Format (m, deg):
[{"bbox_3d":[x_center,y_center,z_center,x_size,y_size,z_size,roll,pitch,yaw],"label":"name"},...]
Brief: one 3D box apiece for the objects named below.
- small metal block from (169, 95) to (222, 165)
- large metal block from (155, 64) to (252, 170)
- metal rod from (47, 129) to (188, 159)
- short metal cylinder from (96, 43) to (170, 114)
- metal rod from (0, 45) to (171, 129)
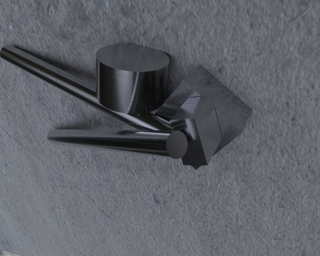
[{"bbox_3d":[0.037,0.002,0.305,0.025,0.050,0.050,-4,117,30],"label":"small metal block"},{"bbox_3d":[0.044,-0.011,0.359,0.080,0.050,0.080,42,130,0],"label":"large metal block"},{"bbox_3d":[-0.078,0.014,0.388,0.300,0.025,0.025,0,121,52],"label":"metal rod"},{"bbox_3d":[-0.032,-0.058,0.354,0.080,0.080,0.050,19,126,16],"label":"short metal cylinder"},{"bbox_3d":[-0.103,-0.050,0.393,0.300,0.025,0.025,27,128,25],"label":"metal rod"}]
